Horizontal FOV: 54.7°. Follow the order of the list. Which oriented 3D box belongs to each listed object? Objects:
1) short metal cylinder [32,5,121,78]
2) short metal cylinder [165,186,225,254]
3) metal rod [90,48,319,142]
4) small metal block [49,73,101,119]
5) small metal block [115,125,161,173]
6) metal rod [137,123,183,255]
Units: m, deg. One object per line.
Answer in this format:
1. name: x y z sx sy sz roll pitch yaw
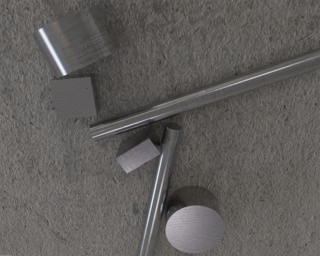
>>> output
1. short metal cylinder: -0.091 -0.096 0.344 0.080 0.080 0.050 -22 109 8
2. short metal cylinder: 0.048 0.131 0.445 0.081 0.050 0.079 0 110 0
3. metal rod: 0.055 -0.040 0.395 0.301 0.025 0.025 -18 109 6
4. small metal block: -0.107 -0.041 0.394 0.050 0.025 0.050 -5 110 1
5. small metal block: -0.027 0.026 0.406 0.050 0.050 0.025 -31 107 11
6. metal rod: -0.010 0.135 0.459 0.025 0.025 0.298 10 110 -4
